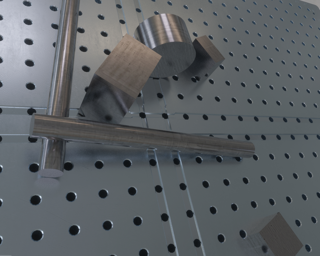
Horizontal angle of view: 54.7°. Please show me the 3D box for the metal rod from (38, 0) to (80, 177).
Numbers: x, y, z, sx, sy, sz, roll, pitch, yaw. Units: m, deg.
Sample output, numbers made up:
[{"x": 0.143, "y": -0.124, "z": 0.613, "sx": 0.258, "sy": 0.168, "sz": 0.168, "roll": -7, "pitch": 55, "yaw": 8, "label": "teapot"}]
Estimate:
[{"x": -0.122, "y": -0.083, "z": 0.393, "sx": 0.025, "sy": 0.025, "sz": 0.299, "roll": 10, "pitch": 57, "yaw": -23, "label": "metal rod"}]

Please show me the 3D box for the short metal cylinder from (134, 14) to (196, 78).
[{"x": 0.006, "y": -0.117, "z": 0.447, "sx": 0.081, "sy": 0.080, "sz": 0.050, "roll": -1, "pitch": 62, "yaw": -29, "label": "short metal cylinder"}]

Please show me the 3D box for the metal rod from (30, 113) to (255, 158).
[{"x": 0.003, "y": 0.015, "z": 0.382, "sx": 0.302, "sy": 0.025, "sz": 0.025, "roll": 8, "pitch": 58, "yaw": -31, "label": "metal rod"}]

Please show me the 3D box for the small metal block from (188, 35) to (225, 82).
[{"x": 0.068, "y": -0.111, "z": 0.496, "sx": 0.025, "sy": 0.050, "sz": 0.050, "roll": -29, "pitch": 78, "yaw": -37, "label": "small metal block"}]

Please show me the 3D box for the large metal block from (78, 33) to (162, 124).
[{"x": -0.049, "y": -0.053, "z": 0.379, "sx": 0.050, "sy": 0.080, "sz": 0.080, "roll": 32, "pitch": 52, "yaw": -8, "label": "large metal block"}]

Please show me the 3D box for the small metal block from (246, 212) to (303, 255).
[{"x": 0.148, "y": 0.146, "z": 0.399, "sx": 0.050, "sy": 0.025, "sz": 0.050, "roll": -25, "pitch": 75, "yaw": -37, "label": "small metal block"}]
